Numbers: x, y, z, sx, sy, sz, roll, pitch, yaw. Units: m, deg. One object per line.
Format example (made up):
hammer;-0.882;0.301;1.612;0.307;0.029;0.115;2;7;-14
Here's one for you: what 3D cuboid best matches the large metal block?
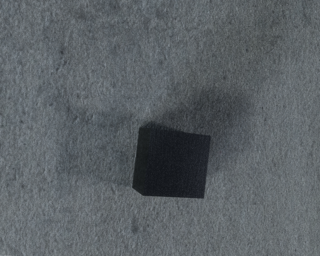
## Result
large metal block;0.014;0.044;0.401;0.081;0.050;0.080;7;88;-20
